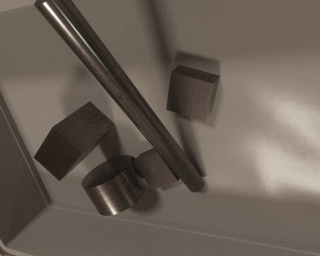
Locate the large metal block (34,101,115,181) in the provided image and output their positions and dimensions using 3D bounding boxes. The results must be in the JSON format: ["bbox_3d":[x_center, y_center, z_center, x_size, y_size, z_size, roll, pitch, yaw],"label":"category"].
[{"bbox_3d":[-0.123,0.018,0.447,0.050,0.080,0.080,44,129,-2],"label":"large metal block"}]

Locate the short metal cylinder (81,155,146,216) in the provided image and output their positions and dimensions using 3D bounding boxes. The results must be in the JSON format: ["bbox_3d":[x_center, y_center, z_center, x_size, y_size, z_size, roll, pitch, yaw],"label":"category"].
[{"bbox_3d":[-0.067,0.083,0.458,0.080,0.080,0.050,-14,111,33],"label":"short metal cylinder"}]

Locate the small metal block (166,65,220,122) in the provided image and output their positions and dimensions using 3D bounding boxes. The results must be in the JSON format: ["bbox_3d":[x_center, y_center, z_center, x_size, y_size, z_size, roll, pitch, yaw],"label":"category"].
[{"bbox_3d":[0.038,-0.041,0.363,0.050,0.025,0.050,19,126,17],"label":"small metal block"}]

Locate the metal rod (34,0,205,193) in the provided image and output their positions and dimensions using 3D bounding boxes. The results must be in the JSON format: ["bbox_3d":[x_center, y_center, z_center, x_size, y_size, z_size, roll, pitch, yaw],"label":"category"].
[{"bbox_3d":[-0.017,-0.011,0.333,0.025,0.025,0.300,-6,140,30],"label":"metal rod"}]

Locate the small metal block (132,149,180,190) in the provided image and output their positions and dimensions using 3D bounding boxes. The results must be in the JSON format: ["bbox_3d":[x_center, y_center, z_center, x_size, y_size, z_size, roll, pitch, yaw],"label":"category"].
[{"bbox_3d":[-0.002,0.056,0.443,0.050,0.025,0.050,-26,105,36],"label":"small metal block"}]
